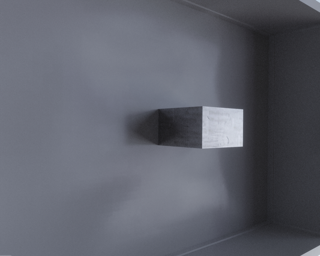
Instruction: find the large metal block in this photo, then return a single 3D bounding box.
[{"bbox_3d":[0.054,-0.001,0.419,0.081,0.080,0.050,1,90,-40],"label":"large metal block"}]
